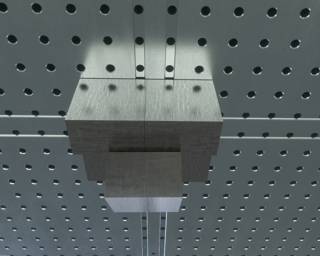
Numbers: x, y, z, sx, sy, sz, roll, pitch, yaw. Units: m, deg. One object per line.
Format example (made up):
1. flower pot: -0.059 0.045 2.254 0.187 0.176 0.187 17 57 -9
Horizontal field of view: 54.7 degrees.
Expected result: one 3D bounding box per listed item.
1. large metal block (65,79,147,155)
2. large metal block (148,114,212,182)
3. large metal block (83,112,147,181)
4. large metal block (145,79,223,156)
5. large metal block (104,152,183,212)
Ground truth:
1. large metal block: -0.057 -0.015 0.361 0.081 0.080 0.050 1 130 -1
2. large metal block: 0.024 0.027 0.416 0.081 0.050 0.079 1 130 -1
3. large metal block: -0.057 0.026 0.414 0.081 0.050 0.079 1 130 -1
4. large metal block: 0.024 -0.014 0.363 0.081 0.080 0.050 1 130 -1
5. large metal block: -0.017 0.066 0.363 0.081 0.050 0.080 0 154 -1
